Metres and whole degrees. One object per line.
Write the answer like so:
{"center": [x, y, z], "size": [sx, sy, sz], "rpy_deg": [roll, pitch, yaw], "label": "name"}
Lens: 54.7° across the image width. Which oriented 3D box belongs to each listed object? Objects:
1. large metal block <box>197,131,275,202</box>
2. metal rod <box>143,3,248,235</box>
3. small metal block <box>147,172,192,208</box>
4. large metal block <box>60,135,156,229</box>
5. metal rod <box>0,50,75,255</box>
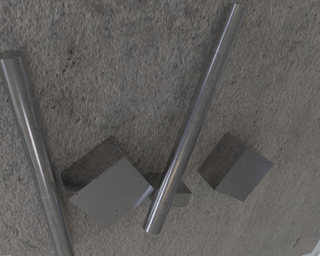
{"center": [0.121, 0.063, 0.496], "size": [0.080, 0.050, 0.080], "rpy_deg": [27, 103, -38], "label": "large metal block"}
{"center": [0.041, -0.005, 0.389], "size": [0.025, 0.025, 0.298], "rpy_deg": [15, 99, -35], "label": "metal rod"}
{"center": [0.010, 0.090, 0.452], "size": [0.050, 0.050, 0.025], "rpy_deg": [6, 115, -31], "label": "small metal block"}
{"center": [-0.065, 0.070, 0.399], "size": [0.080, 0.050, 0.080], "rpy_deg": [-37, 129, -3], "label": "large metal block"}
{"center": [-0.137, 0.058, 0.367], "size": [0.025, 0.025, 0.298], "rpy_deg": [-15, 125, -20], "label": "metal rod"}
